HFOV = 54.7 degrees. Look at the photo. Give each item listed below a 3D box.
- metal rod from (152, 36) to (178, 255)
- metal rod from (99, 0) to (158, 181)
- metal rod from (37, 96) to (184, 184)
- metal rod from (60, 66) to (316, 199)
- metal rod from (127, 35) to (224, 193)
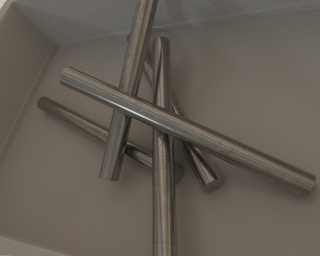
[{"bbox_3d":[0.003,0.005,0.367,0.025,0.025,0.299,-14,56,20],"label":"metal rod"},{"bbox_3d":[-0.032,-0.082,0.389,0.025,0.025,0.298,12,89,33],"label":"metal rod"},{"bbox_3d":[-0.090,0.006,0.449,0.300,0.025,0.025,24,75,36],"label":"metal rod"},{"bbox_3d":[0.014,-0.004,0.342,0.301,0.025,0.025,25,75,17],"label":"metal rod"},{"bbox_3d":[0.007,-0.044,0.428,0.025,0.025,0.300,-32,52,8],"label":"metal rod"}]
